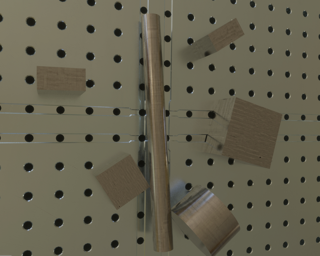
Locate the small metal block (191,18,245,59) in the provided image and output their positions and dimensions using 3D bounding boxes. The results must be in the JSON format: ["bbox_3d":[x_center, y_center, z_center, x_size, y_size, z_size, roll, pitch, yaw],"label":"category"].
[{"bbox_3d":[0.079,-0.123,0.430,0.050,0.050,0.025,-34,102,-17],"label":"small metal block"}]

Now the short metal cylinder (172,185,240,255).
[{"bbox_3d":[0.057,0.122,0.406,0.050,0.080,0.080,-39,103,-16],"label":"short metal cylinder"}]

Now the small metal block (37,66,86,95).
[{"bbox_3d":[-0.115,-0.053,0.357,0.050,0.050,0.025,-1,91,-20],"label":"small metal block"}]

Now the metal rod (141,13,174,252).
[{"bbox_3d":[-0.004,0.003,0.398,0.025,0.025,0.298,-2,85,-20],"label":"metal rod"}]

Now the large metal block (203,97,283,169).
[{"bbox_3d":[0.118,0.008,0.445,0.081,0.050,0.080,17,84,-20],"label":"large metal block"}]

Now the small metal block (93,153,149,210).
[{"bbox_3d":[-0.049,0.067,0.395,0.050,0.025,0.050,-33,101,-17],"label":"small metal block"}]
